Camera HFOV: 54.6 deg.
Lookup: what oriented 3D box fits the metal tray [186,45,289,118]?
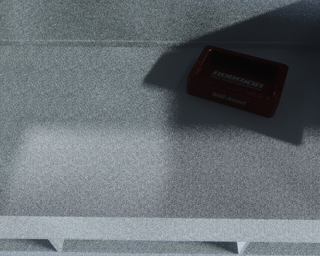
[{"bbox_3d":[0.115,-0.073,0.463,0.130,0.030,0.090,19,52,15],"label":"metal tray"}]
